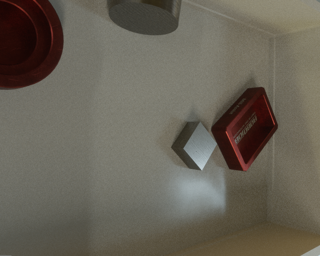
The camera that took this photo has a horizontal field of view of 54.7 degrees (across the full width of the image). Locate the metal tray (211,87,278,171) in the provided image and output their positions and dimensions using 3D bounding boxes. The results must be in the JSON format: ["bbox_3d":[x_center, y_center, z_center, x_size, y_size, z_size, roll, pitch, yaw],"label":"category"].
[{"bbox_3d":[0.149,0.000,0.531,0.131,0.030,0.090,-43,116,-32],"label":"metal tray"}]

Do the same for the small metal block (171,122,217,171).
[{"bbox_3d":[0.051,0.026,0.452,0.050,0.025,0.050,50,61,-29],"label":"small metal block"}]

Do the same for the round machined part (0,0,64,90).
[{"bbox_3d":[-0.142,-0.083,0.277,0.099,0.042,0.097,0,90,-40],"label":"round machined part"}]

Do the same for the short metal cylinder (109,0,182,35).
[{"bbox_3d":[-0.015,-0.148,0.359,0.081,0.080,0.050,13,82,-40],"label":"short metal cylinder"}]
